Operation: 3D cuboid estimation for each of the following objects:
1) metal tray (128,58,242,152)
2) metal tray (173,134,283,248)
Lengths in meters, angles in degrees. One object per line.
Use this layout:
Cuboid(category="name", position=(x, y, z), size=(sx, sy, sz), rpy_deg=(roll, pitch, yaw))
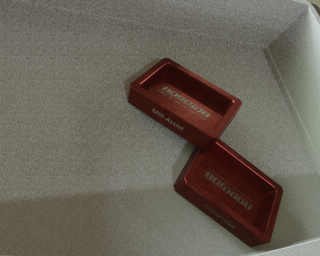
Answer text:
Cuboid(category="metal tray", position=(0.034, -0.036, 0.420), size=(0.130, 0.030, 0.090), rpy_deg=(33, 50, 13))
Cuboid(category="metal tray", position=(0.092, 0.079, 0.403), size=(0.130, 0.030, 0.090), rpy_deg=(37, 51, -3))
